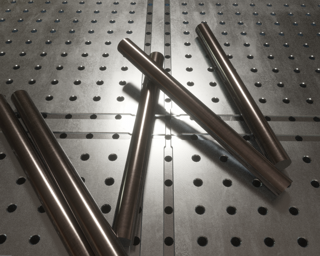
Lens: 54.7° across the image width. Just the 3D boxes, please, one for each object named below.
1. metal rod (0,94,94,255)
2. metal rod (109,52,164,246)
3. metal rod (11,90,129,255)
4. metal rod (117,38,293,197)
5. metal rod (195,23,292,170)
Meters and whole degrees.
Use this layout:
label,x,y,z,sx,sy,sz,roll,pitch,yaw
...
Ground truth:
label,x,y,z,sx,sy,sz,roll,pitch,yaw
metal rod,-0.141,0.054,0.359,0.025,0.025,0.300,-30,56,-23
metal rod,-0.022,0.000,0.407,0.025,0.025,0.300,5,50,4
metal rod,-0.114,0.044,0.355,0.025,0.025,0.300,-28,52,-22
metal rod,0.044,-0.028,0.409,0.025,0.025,0.300,-34,65,-25
metal rod,0.111,-0.067,0.464,0.025,0.025,0.300,-10,51,-9
